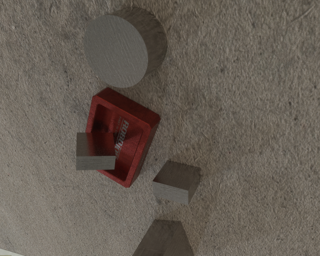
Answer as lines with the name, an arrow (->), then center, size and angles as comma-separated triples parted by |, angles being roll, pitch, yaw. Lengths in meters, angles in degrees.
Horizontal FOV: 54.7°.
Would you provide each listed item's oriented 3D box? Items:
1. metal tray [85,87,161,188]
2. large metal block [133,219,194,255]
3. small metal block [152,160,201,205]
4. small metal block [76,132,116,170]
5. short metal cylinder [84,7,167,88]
metal tray -> -0.061, 0.017, 0.446 | 0.090, 0.030, 0.129 | 29, 128, 9
large metal block -> 0.008, 0.206, 0.494 | 0.050, 0.080, 0.080 | -6, 116, 31
small metal block -> 0.024, 0.073, 0.423 | 0.050, 0.050, 0.025 | 11, 123, 22
small metal block -> -0.089, 0.031, 0.428 | 0.050, 0.050, 0.025 | 1, 127, -15
short metal cylinder -> -0.039, -0.092, 0.354 | 0.080, 0.050, 0.079 | 13, 124, 21
